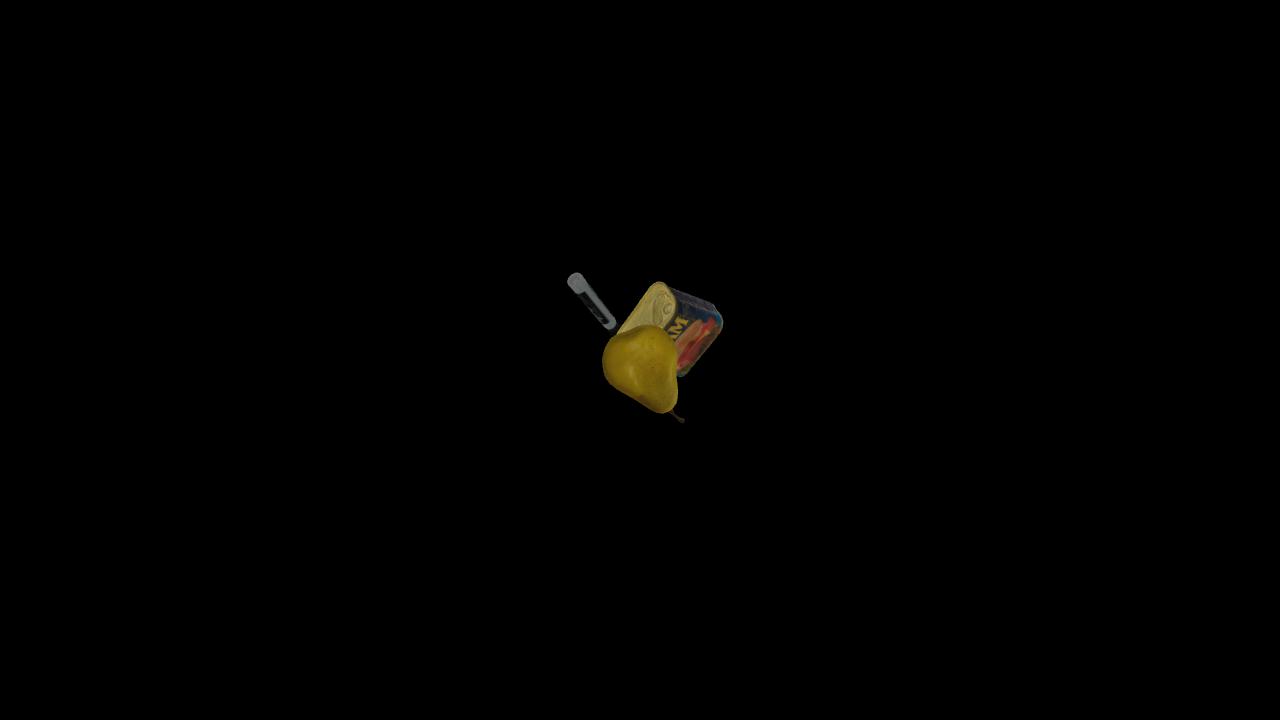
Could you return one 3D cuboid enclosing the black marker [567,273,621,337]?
[{"bbox_3d":[-0.048,-0.059,0.720,0.020,0.020,0.121,0,-30,27],"label":"black marker"}]

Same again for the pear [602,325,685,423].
[{"bbox_3d":[0.008,0.021,0.641,0.080,0.111,0.080,-20,11,4],"label":"pear"}]

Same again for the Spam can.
[{"bbox_3d":[0.034,-0.032,0.717,0.085,0.101,0.058,15,34,-41],"label":"Spam can"}]
